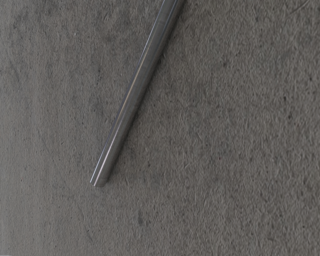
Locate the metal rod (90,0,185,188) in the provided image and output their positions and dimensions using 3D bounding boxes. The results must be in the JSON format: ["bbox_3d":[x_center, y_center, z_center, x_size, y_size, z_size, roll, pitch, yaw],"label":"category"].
[{"bbox_3d":[-0.038,-0.042,0.437,0.025,0.025,0.298,38,113,33],"label":"metal rod"}]
